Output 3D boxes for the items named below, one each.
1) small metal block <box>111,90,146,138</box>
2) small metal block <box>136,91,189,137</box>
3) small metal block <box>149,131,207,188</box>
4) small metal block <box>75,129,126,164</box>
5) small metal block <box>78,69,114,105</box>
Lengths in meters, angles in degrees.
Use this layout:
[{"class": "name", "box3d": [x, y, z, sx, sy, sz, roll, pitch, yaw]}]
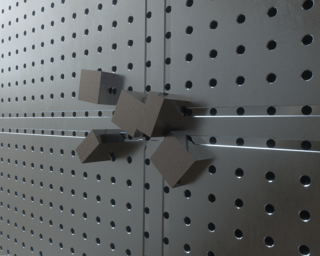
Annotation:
[{"class": "small metal block", "box3d": [-0.037, -0.021, 0.438, 0.050, 0.025, 0.050, 33, 111, 34]}, {"class": "small metal block", "box3d": [0.004, -0.017, 0.388, 0.025, 0.050, 0.050, 31, 109, 35]}, {"class": "small metal block", "box3d": [0.022, 0.039, 0.390, 0.050, 0.025, 0.050, 50, 119, 28]}, {"class": "small metal block", "box3d": [-0.089, 0.027, 0.464, 0.050, 0.050, 0.025, -45, 63, 30]}, {"class": "small metal block", "box3d": [-0.102, -0.065, 0.491, 0.050, 0.025, 0.050, 14, 99, 39]}]
